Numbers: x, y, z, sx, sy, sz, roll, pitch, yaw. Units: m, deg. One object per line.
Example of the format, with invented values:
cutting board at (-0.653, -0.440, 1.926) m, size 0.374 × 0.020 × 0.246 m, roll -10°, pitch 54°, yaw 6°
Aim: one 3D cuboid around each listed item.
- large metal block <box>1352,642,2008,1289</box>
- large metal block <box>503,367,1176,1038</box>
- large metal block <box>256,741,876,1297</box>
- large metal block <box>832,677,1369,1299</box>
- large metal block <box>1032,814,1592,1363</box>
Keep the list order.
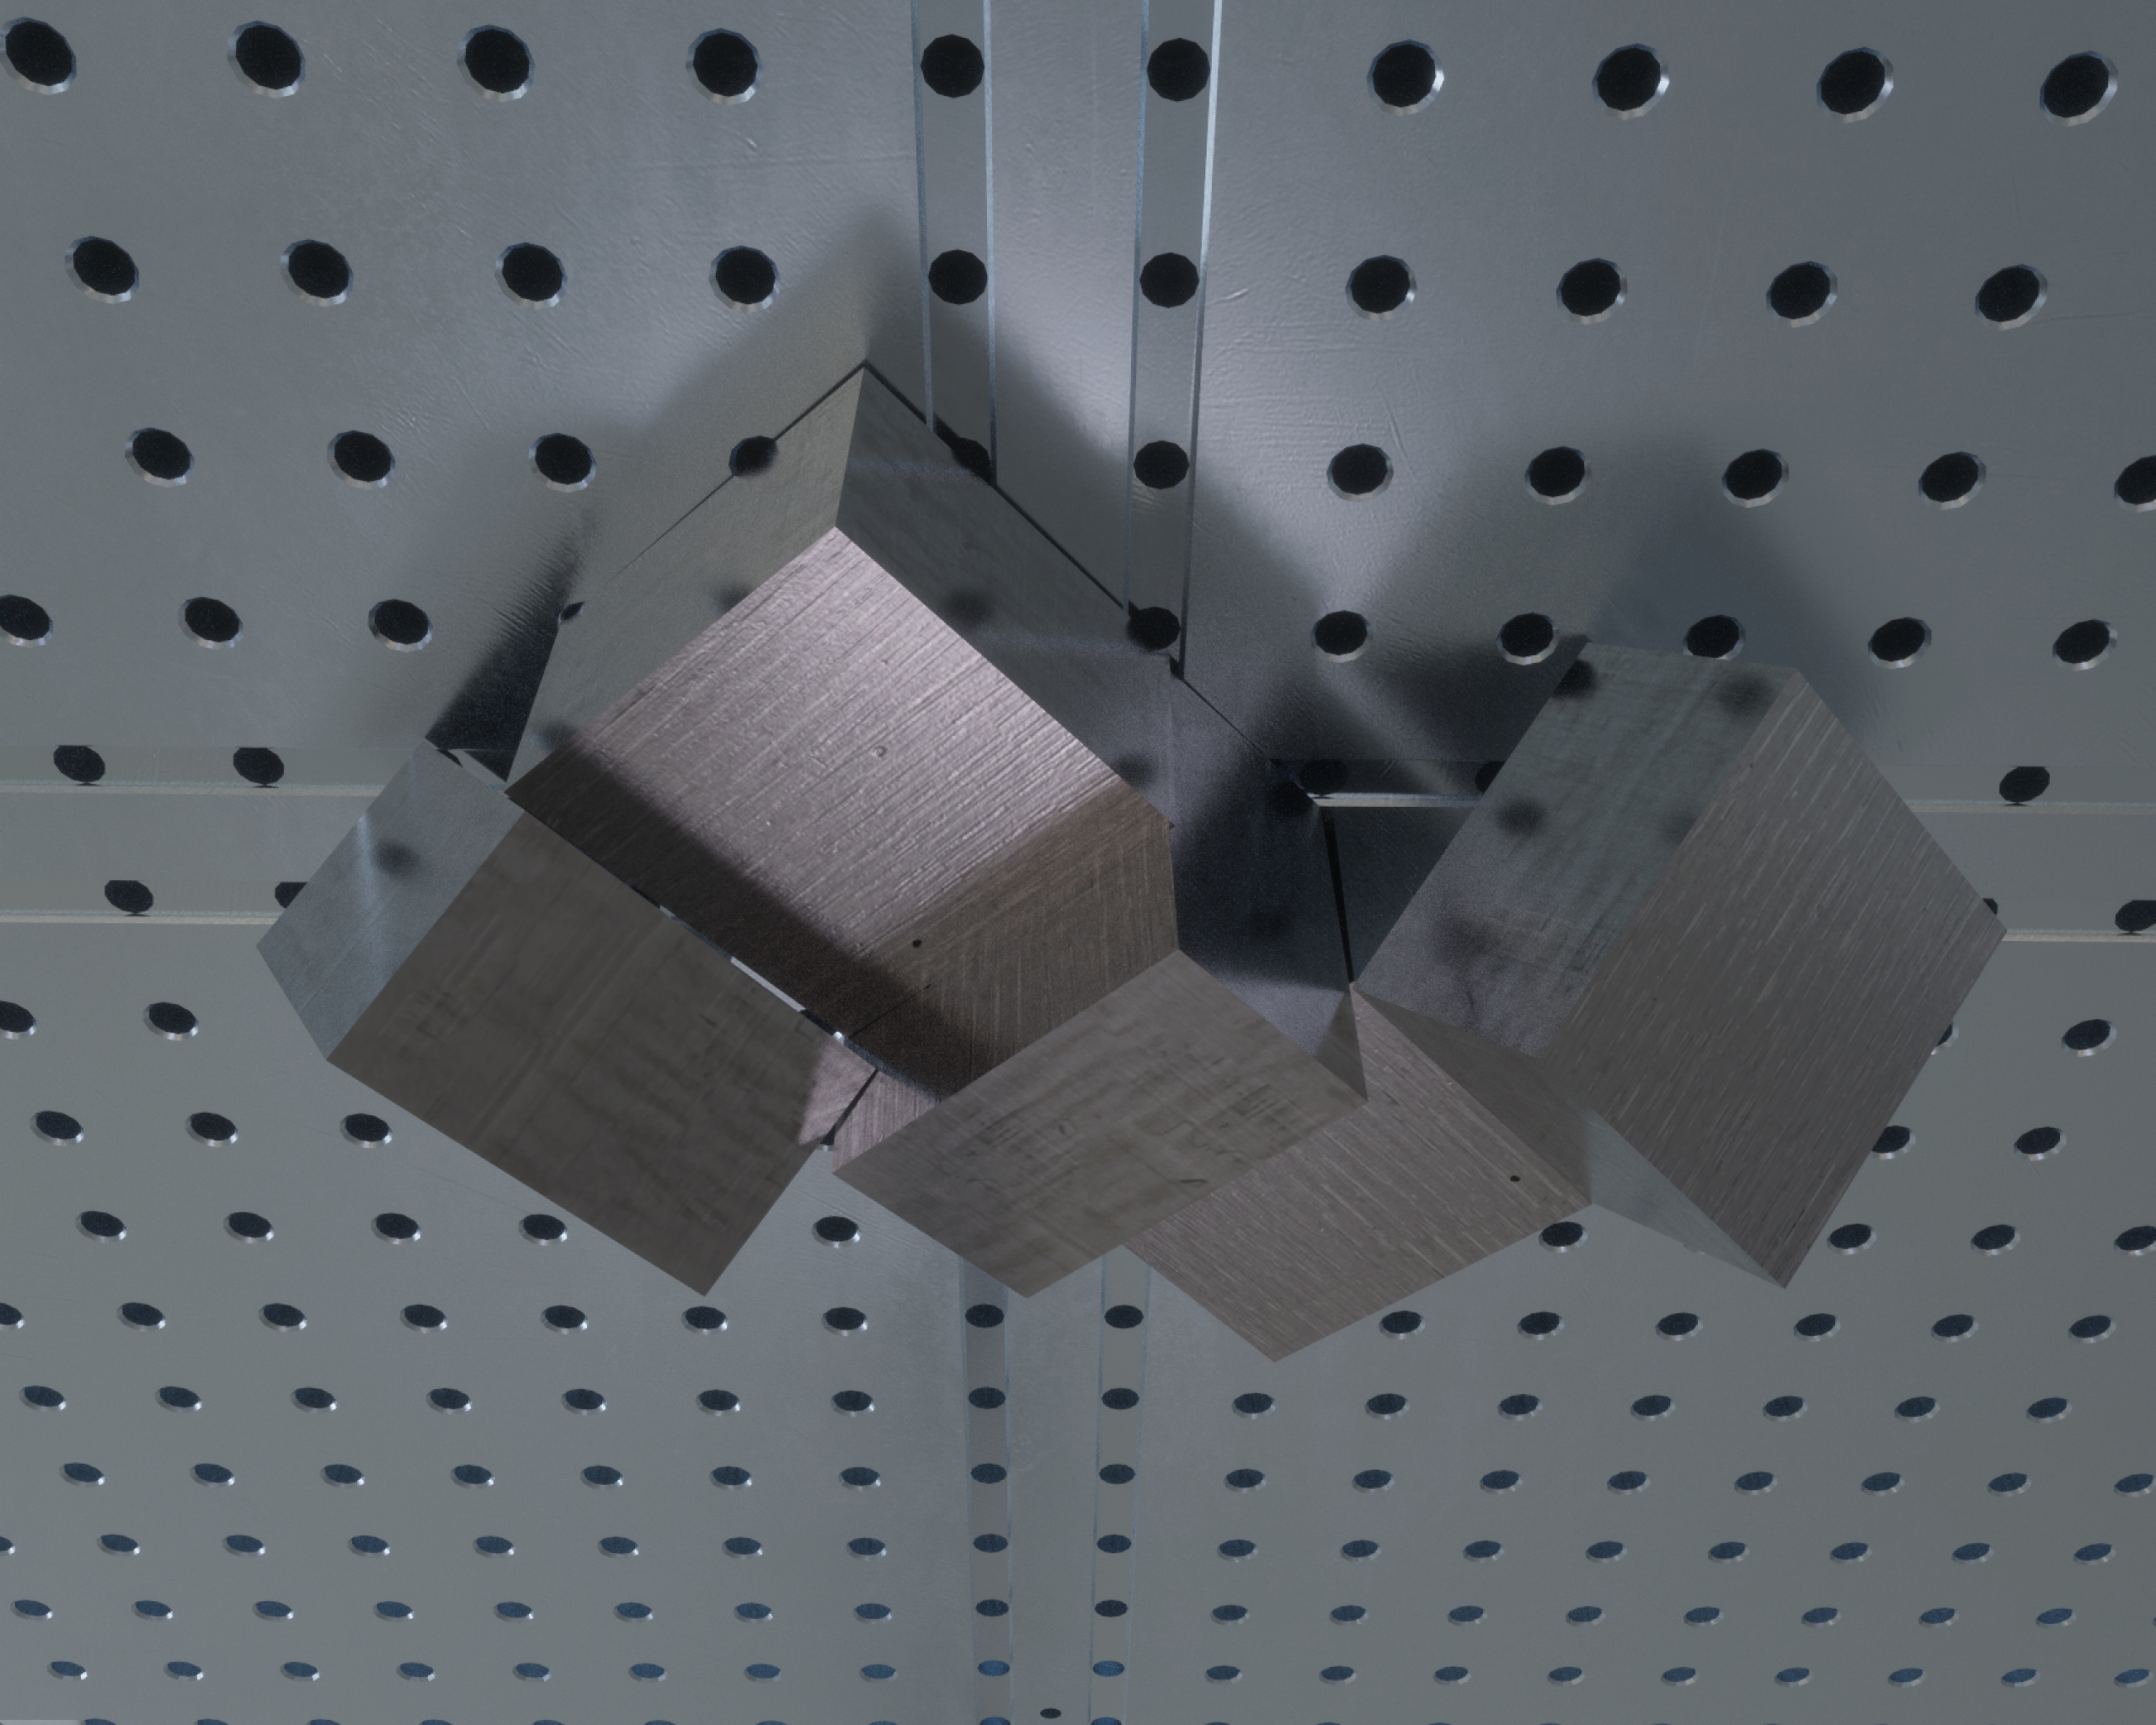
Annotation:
large metal block at (0.111, 0.018, 0.383) m, size 0.080 × 0.050 × 0.080 m, roll 41°, pitch 79°, yaw -30°
large metal block at (-0.040, -0.026, 0.373) m, size 0.080 × 0.050 × 0.080 m, roll -33°, pitch 123°, yaw 26°
large metal block at (-0.097, 0.027, 0.388) m, size 0.080 × 0.080 × 0.050 m, roll 41°, pitch 80°, yaw -29°
large metal block at (0.003, 0.022, 0.393) m, size 0.080 × 0.080 × 0.050 m, roll -35°, pitch 123°, yaw 25°
large metal block at (0.047, 0.049, 0.437) m, size 0.080 × 0.050 × 0.080 m, roll -34°, pitch 121°, yaw 25°
